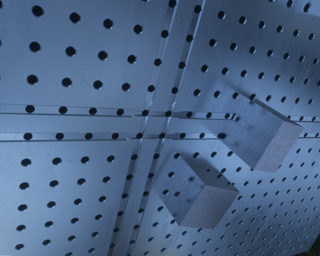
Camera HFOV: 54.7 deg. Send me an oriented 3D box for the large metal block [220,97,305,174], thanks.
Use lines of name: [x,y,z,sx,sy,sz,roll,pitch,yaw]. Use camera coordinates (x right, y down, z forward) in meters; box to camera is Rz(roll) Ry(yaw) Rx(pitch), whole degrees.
large metal block: [0.151,0.010,0.467,0.050,0.080,0.080,14,111,-34]

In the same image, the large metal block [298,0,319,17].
large metal block: [0.231,-0.194,0.404,0.081,0.050,0.079,13,111,-34]

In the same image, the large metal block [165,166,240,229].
large metal block: [0.069,0.115,0.506,0.081,0.050,0.080,18,109,-36]
